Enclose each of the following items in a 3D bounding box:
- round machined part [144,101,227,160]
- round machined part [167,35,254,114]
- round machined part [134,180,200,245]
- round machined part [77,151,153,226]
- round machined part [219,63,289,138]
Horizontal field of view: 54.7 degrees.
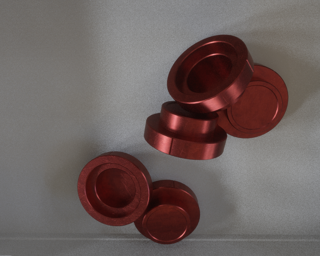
[{"bbox_3d":[0.032,-0.003,0.372,0.099,0.098,0.042,9,110,-4],"label":"round machined part"},{"bbox_3d":[0.061,-0.057,0.358,0.098,0.098,0.042,-35,133,11],"label":"round machined part"},{"bbox_3d":[0.009,0.128,0.450,0.099,0.042,0.097,0,110,-1],"label":"round machined part"},{"bbox_3d":[-0.058,0.079,0.422,0.098,0.042,0.097,2,100,11],"label":"round machined part"},{"bbox_3d":[0.114,-0.031,0.392,0.099,0.042,0.097,0,110,-1],"label":"round machined part"}]
